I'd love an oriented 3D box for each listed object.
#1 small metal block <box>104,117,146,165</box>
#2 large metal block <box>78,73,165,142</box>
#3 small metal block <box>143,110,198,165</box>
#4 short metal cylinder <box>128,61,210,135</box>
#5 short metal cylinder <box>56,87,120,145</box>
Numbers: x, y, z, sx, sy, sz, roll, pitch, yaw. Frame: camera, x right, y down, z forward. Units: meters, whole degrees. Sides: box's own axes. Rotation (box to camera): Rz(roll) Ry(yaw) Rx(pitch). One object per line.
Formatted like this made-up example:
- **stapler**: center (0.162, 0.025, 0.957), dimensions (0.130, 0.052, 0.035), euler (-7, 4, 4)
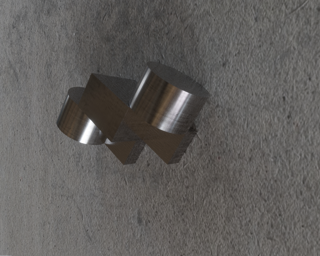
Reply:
- **small metal block**: center (-0.048, 0.017, 0.447), dimensions (0.050, 0.025, 0.050), euler (43, 116, 31)
- **large metal block**: center (-0.046, -0.026, 0.410), dimensions (0.080, 0.081, 0.050), euler (42, 115, 31)
- **small metal block**: center (0.012, 0.011, 0.397), dimensions (0.050, 0.025, 0.050), euler (43, 116, 31)
- **short metal cylinder**: center (0.010, -0.036, 0.362), dimensions (0.080, 0.081, 0.050), euler (43, 116, 31)
- **short metal cylinder**: center (-0.105, -0.019, 0.457), dimensions (0.080, 0.081, 0.050), euler (43, 116, 31)
